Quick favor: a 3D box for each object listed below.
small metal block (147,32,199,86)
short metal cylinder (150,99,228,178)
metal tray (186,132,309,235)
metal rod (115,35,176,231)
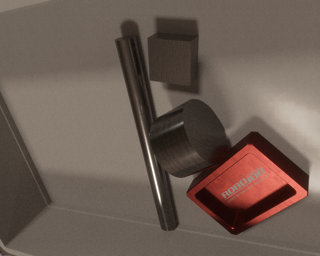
[{"bbox_3d":[0.015,-0.078,0.351,0.050,0.025,0.050,11,123,21],"label":"small metal block"},{"bbox_3d":[0.035,0.013,0.362,0.050,0.080,0.080,-28,103,37],"label":"short metal cylinder"},{"bbox_3d":[0.107,0.075,0.394,0.090,0.030,0.129,41,129,0],"label":"metal tray"},{"bbox_3d":[-0.014,0.025,0.429,0.025,0.025,0.298,3,120,26],"label":"metal rod"}]
